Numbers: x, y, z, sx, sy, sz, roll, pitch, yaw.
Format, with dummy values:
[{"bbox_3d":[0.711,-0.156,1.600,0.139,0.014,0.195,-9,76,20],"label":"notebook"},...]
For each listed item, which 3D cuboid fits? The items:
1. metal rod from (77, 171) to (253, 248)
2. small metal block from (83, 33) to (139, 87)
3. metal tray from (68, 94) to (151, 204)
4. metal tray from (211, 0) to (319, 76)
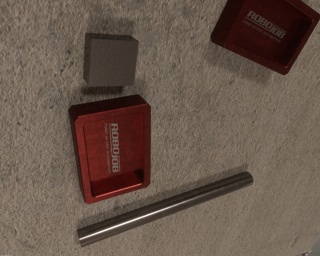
[{"bbox_3d":[0.021,0.124,0.497,0.302,0.025,0.025,-14,125,-21],"label":"metal rod"},{"bbox_3d":[-0.054,-0.073,0.333,0.050,0.025,0.050,-5,121,-27],"label":"small metal block"},{"bbox_3d":[-0.059,0.028,0.389,0.091,0.030,0.129,-13,124,-22],"label":"metal tray"},{"bbox_3d":[0.139,-0.130,0.401,0.131,0.030,0.089,13,112,-34],"label":"metal tray"}]
